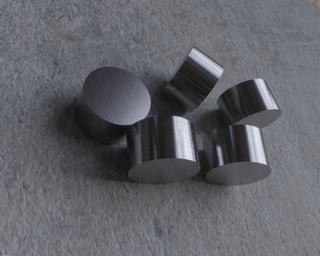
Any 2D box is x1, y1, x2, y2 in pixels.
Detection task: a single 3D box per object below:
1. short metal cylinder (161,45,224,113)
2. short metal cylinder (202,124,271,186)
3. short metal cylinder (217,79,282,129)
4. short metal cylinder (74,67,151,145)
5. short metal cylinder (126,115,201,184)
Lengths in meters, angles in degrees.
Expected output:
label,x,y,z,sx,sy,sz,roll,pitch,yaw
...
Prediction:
label,x,y,z,sx,sy,sz,roll,pitch,yaw
short metal cylinder,0.045,-0.068,0.436,0.050,0.080,0.080,35,51,-6
short metal cylinder,0.097,0.037,0.400,0.081,0.080,0.050,12,57,-22
short metal cylinder,0.131,-0.029,0.459,0.081,0.080,0.050,-3,64,-30
short metal cylinder,-0.058,-0.027,0.374,0.081,0.050,0.080,14,56,-21
short metal cylinder,0.003,0.027,0.355,0.081,0.080,0.050,8,59,-24
